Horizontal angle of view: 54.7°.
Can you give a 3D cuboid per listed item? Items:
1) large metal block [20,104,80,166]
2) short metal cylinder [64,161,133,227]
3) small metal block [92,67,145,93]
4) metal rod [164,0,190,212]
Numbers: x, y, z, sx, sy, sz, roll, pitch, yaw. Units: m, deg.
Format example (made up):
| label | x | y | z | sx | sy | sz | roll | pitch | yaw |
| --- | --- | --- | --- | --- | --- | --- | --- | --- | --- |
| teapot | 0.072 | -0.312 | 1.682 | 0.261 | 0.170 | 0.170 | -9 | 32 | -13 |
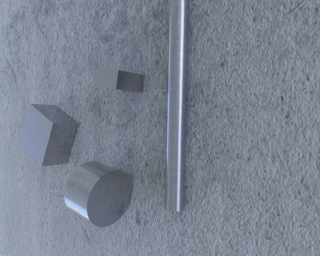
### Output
| label | x | y | z | sx | sy | sz | roll | pitch | yaw |
| --- | --- | --- | --- | --- | --- | --- | --- | --- | --- |
| large metal block | -0.196 | 0.011 | 0.547 | 0.080 | 0.050 | 0.079 | 32 | 110 | 35 |
| short metal cylinder | -0.085 | 0.092 | 0.437 | 0.050 | 0.081 | 0.079 | 13 | 98 | 39 |
| small metal block | -0.058 | -0.067 | 0.434 | 0.050 | 0.050 | 0.025 | 14 | 99 | 39 |
| metal rod | 0.022 | -0.048 | 0.385 | 0.025 | 0.025 | 0.298 | 2 | 91 | 39 |
